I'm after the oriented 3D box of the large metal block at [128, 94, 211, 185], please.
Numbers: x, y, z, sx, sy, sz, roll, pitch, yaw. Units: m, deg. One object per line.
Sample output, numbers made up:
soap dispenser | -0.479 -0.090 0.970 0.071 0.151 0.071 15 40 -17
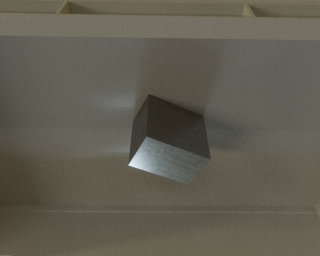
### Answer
large metal block | 0.011 0.014 0.384 0.080 0.080 0.050 21 127 -17
